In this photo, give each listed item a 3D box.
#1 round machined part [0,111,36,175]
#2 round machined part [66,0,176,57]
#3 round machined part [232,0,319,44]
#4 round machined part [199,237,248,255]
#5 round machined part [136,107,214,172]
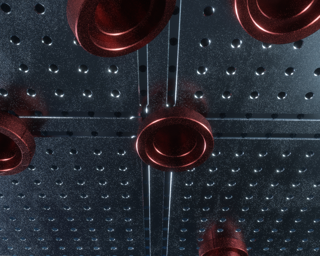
[{"bbox_3d":[-0.215,0.015,0.412,0.099,0.042,0.097,0,130,0],"label":"round machined part"},{"bbox_3d":[-0.038,-0.114,0.282,0.098,0.042,0.098,-27,160,-11],"label":"round machined part"},{"bbox_3d":[0.116,-0.132,0.289,0.099,0.042,0.097,0,130,0],"label":"round machined part"},{"bbox_3d":[0.130,0.266,0.628,0.099,0.042,0.097,0,130,0],"label":"round machined part"},{"bbox_3d":[0.019,0.011,0.409,0.099,0.042,0.097,0,130,0],"label":"round machined part"}]
